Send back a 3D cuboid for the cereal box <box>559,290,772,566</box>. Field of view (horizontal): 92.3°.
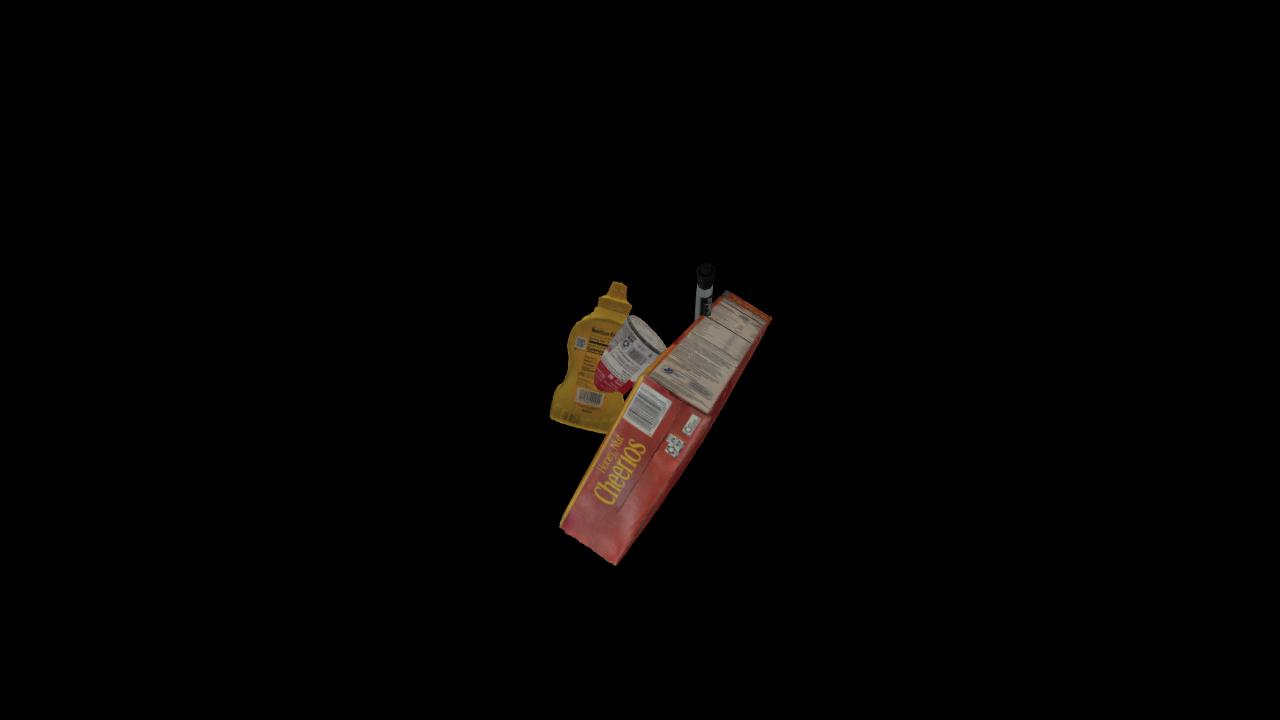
[{"bbox_3d":[0.042,0.056,0.684,0.081,0.203,0.306,32,29,8],"label":"cereal box"}]

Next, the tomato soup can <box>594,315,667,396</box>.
[{"bbox_3d":[-0.024,0.001,0.756,0.101,0.068,0.068,-44,-15,16],"label":"tomato soup can"}]

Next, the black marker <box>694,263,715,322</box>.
[{"bbox_3d":[0.069,-0.063,0.661,0.020,0.020,0.121,0,-29,3],"label":"black marker"}]

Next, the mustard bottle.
[{"bbox_3d":[-0.047,-0.006,0.756,0.092,0.184,0.054,15,4,4],"label":"mustard bottle"}]
